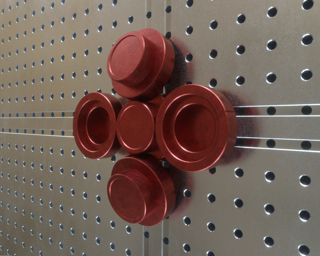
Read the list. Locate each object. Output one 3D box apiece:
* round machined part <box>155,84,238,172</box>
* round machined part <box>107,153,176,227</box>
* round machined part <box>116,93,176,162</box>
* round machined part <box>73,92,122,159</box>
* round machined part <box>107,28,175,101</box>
[{"bbox_3d":[0.045,0.000,0.359,0.098,0.042,0.097,0,90,39],"label":"round machined part"},{"bbox_3d":[-0.031,0.085,0.407,0.098,0.042,0.097,14,113,36],"label":"round machined part"},{"bbox_3d":[-0.020,-0.001,0.412,0.098,0.042,0.097,0,90,39],"label":"round machined part"},{"bbox_3d":[-0.084,-0.003,0.464,0.098,0.042,0.097,0,90,39],"label":"round machined part"},{"bbox_3d":[-0.032,-0.087,0.408,0.098,0.042,0.098,-15,66,37],"label":"round machined part"}]
